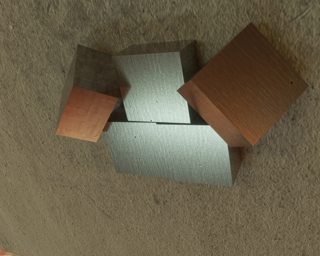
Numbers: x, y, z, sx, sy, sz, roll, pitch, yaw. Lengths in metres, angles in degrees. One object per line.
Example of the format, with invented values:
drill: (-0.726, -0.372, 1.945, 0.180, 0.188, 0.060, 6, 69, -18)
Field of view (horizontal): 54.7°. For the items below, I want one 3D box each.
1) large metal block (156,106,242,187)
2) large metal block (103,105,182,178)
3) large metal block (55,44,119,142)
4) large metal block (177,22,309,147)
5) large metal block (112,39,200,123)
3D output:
large metal block: (0.050, 0.020, 0.375, 0.080, 0.050, 0.079, 1, 119, 27)
large metal block: (-0.022, 0.016, 0.411, 0.080, 0.050, 0.079, 1, 119, 27)
large metal block: (-0.090, -0.042, 0.384, 0.050, 0.080, 0.079, 14, 133, -23)
large metal block: (0.077, -0.038, 0.300, 0.080, 0.080, 0.050, 46, 169, -4)
large metal block: (0.001, -0.054, 0.358, 0.080, 0.050, 0.079, 3, 120, 26)
